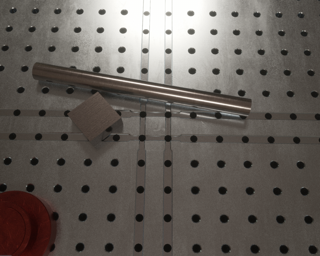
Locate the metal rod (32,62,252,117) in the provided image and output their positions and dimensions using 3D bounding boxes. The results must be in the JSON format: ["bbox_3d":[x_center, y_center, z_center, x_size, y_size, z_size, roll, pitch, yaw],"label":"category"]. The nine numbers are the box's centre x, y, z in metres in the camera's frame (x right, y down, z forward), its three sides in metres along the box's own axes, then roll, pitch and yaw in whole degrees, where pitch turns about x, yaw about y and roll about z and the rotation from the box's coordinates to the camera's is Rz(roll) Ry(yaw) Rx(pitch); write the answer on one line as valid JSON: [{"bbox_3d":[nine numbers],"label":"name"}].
[{"bbox_3d":[-0.027,-0.054,0.431,0.302,0.025,0.025,10,70,3],"label":"metal rod"}]

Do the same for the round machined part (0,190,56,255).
[{"bbox_3d":[-0.176,0.121,0.356,0.099,0.042,0.098,0,70,-1],"label":"round machined part"}]

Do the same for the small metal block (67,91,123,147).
[{"bbox_3d":[-0.086,-0.012,0.415,0.050,0.025,0.050,-39,75,-13],"label":"small metal block"}]
